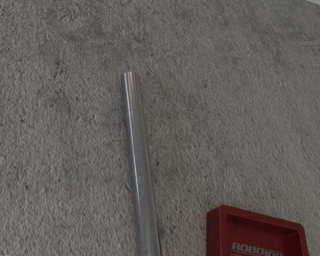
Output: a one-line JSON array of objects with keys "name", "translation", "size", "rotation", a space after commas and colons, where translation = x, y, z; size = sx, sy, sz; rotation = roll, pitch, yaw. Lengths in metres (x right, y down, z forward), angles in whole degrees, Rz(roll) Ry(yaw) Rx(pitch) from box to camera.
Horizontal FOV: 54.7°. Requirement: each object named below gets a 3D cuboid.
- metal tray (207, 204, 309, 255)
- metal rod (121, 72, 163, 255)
[{"name": "metal tray", "translation": [0.120, 0.151, 0.372], "size": [0.131, 0.030, 0.090], "rotation": [18, 55, -18]}, {"name": "metal rod", "translation": [-0.021, 0.062, 0.354], "size": [0.025, 0.025, 0.299], "rotation": [5, 59, -26]}]
